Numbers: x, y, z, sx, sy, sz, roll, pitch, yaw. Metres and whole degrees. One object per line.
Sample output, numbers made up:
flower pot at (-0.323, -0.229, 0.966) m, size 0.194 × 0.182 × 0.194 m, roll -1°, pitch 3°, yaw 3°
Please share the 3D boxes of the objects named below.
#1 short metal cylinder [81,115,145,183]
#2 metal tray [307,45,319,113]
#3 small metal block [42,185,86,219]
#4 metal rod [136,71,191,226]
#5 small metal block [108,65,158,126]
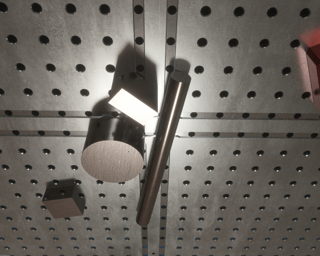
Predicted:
short metal cylinder at (-0.062, 0.029, 0.419) m, size 0.081 × 0.050 × 0.079 m, roll 0°, pitch 130°, yaw 0°
metal tray at (0.245, -0.069, 0.353) m, size 0.130 × 0.030 × 0.090 m, roll -19°, pitch 128°, yaw 15°
small metal block at (-0.158, 0.124, 0.515) m, size 0.050 × 0.025 × 0.050 m, roll -9°, pitch 130°, yaw 7°
metal rod at (-0.003, 0.052, 0.455) m, size 0.025 × 0.025 × 0.298 m, roll 8°, pitch 130°, yaw -7°
small metal block at (-0.030, -0.038, 0.362) m, size 0.050 × 0.050 × 0.025 m, roll 34°, pitch 122°, yaw -26°
